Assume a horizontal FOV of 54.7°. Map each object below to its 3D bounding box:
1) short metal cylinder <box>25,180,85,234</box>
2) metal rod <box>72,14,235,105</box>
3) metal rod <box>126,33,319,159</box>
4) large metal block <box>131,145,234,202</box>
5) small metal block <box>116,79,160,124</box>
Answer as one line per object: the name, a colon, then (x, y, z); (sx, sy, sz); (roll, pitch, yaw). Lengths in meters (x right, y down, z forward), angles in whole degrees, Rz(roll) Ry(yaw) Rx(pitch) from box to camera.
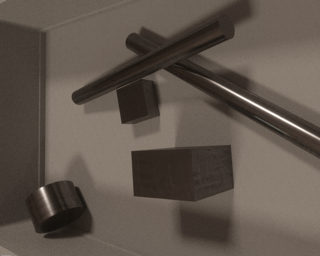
short metal cylinder: (-0.172, 0.130, 0.510); (0.080, 0.081, 0.050); (-47, 62, 30)
metal rod: (-0.035, -0.074, 0.408); (0.299, 0.025, 0.025); (-13, 82, 47)
metal rod: (0.063, -0.048, 0.353); (0.300, 0.025, 0.025); (36, 112, 33)
large metal block: (0.026, 0.047, 0.348); (0.080, 0.081, 0.050); (-6, 87, 39)
small metal block: (-0.031, -0.035, 0.430); (0.050, 0.025, 0.050); (-17, 80, 38)
